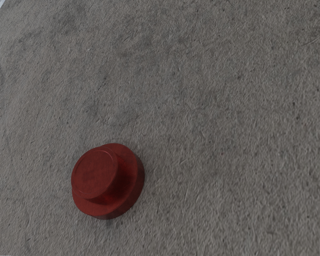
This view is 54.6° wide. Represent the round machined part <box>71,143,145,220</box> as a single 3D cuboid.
[{"bbox_3d":[-0.073,0.063,0.394,0.098,0.042,0.098,-13,56,21],"label":"round machined part"}]
